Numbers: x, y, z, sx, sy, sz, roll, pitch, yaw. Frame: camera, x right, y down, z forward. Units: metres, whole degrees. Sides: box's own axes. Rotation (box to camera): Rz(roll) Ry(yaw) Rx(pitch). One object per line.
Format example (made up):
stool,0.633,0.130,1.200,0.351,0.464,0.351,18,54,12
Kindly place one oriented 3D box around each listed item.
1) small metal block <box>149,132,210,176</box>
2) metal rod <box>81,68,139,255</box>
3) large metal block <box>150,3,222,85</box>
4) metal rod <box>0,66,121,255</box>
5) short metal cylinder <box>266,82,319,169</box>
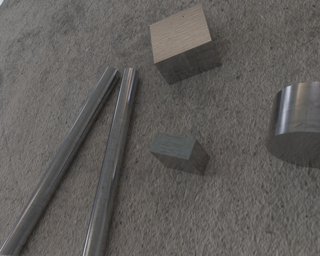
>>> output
small metal block,0.024,0.030,0.357,0.050,0.050,0.025,9,67,32
metal rod,-0.063,0.046,0.408,0.025,0.025,0.300,-6,59,25
large metal block,0.035,-0.119,0.442,0.080,0.050,0.080,-19,55,17
metal rod,-0.137,0.037,0.452,0.025,0.025,0.300,14,68,33
short metal cylinder,0.146,0.000,0.292,0.080,0.080,0.050,4,64,30
